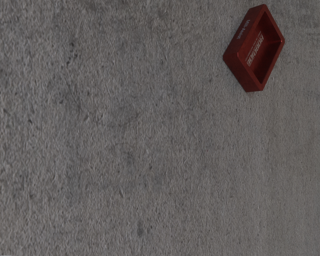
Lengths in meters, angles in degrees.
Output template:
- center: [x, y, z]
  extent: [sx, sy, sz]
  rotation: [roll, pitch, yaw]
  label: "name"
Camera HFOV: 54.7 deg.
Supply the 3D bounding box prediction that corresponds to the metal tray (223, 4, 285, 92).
- center: [0.167, -0.138, 0.540]
  extent: [0.090, 0.030, 0.130]
  rotation: [45, 63, -31]
  label: "metal tray"
